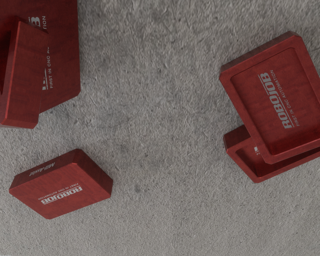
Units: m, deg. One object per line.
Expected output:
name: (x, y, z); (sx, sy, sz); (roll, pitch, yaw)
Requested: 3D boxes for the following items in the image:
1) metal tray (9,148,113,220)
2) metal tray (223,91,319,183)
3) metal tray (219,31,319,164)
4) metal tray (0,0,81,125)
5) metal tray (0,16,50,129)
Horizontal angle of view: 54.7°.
metal tray: (-0.151, 0.091, 0.479); (0.130, 0.030, 0.090); (-23, 127, 18)
metal tray: (0.165, 0.017, 0.419); (0.130, 0.030, 0.090); (-31, 124, 23)
metal tray: (0.136, -0.030, 0.352); (0.090, 0.030, 0.130); (-26, 108, 22)
metal tray: (-0.123, -0.075, 0.299); (0.030, 0.091, 0.129); (32, 134, 24)
metal tray: (-0.164, -0.047, 0.292); (0.130, 0.090, 0.030); (2, 174, 32)
